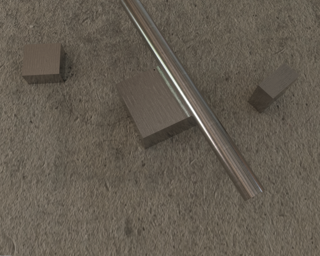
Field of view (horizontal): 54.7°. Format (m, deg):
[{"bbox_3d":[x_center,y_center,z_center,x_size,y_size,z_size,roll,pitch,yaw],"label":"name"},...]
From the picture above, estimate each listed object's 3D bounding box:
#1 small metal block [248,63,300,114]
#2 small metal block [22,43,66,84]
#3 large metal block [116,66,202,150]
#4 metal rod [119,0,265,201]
[{"bbox_3d":[0.151,-0.052,0.416,0.050,0.050,0.025,-39,75,-13],"label":"small metal block"},{"bbox_3d":[-0.164,-0.091,0.440,0.050,0.025,0.050,-3,70,-2],"label":"small metal block"},{"bbox_3d":[-0.002,-0.030,0.406,0.080,0.050,0.080,-25,72,-9],"label":"large metal block"},{"bbox_3d":[0.029,-0.051,0.374,0.025,0.025,0.299,-27,73,-10],"label":"metal rod"}]
